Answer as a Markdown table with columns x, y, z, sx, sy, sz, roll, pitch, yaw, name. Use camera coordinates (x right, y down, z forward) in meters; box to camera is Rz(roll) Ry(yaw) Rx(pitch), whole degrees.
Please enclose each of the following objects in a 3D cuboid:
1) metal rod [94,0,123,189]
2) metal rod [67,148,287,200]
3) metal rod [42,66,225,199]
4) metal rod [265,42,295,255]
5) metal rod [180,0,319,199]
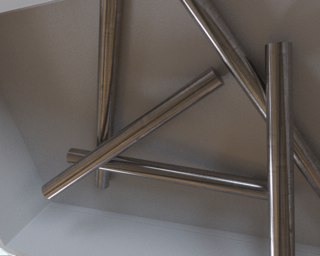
| x | y | z | sx | sy | sz | roll | pitch | yaw | name |
| --- | --- | --- | --- | --- | --- | --- | --- | --- | --- |
| -0.075 | -0.027 | 0.429 | 0.025 | 0.025 | 0.298 | 21 | 126 | 15 | metal rod |
| 0.011 | 0.061 | 0.420 | 0.301 | 0.025 | 0.025 | 8 | 122 | 17 | metal rod |
| -0.051 | 0.018 | 0.400 | 0.299 | 0.025 | 0.025 | -34 | 100 | 24 | metal rod |
| 0.122 | 0.067 | 0.312 | 0.025 | 0.025 | 0.298 | 0 | 95 | 28 | metal rod |
| 0.118 | -0.022 | 0.332 | 0.025 | 0.025 | 0.300 | -31 | 102 | 37 | metal rod |
